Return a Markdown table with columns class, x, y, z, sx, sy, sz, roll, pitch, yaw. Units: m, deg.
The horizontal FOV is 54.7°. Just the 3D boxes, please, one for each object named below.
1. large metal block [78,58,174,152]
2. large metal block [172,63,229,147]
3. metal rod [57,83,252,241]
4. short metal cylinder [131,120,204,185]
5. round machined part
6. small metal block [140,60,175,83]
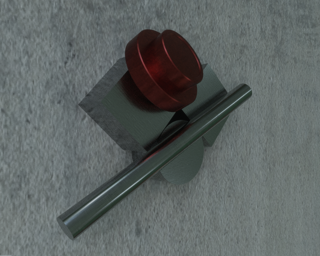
| class | x | y | z | sx | sy | sz | roll | pitch | yaw |
| --- | --- | --- | --- | --- | --- | --- | --- | --- | --- |
| large metal block | -0.032 | -0.029 | 0.363 | 0.080 | 0.050 | 0.080 | 50 | 60 | -29 |
| large metal block | 0.051 | -0.031 | 0.435 | 0.080 | 0.050 | 0.080 | 49 | 61 | -29 |
| metal rod | 0.019 | 0.018 | 0.358 | 0.302 | 0.025 | 0.025 | -35 | 112 | -35 |
| short metal cylinder | 0.011 | 0.030 | 0.400 | 0.081 | 0.050 | 0.079 | 0 | 90 | -40 |
| round machined part | 0.012 | -0.070 | 0.349 | 0.098 | 0.042 | 0.098 | 32 | 42 | -34 |
| small metal block | 0.002 | -0.069 | 0.408 | 0.050 | 0.025 | 0.050 | 50 | 60 | -29 |
